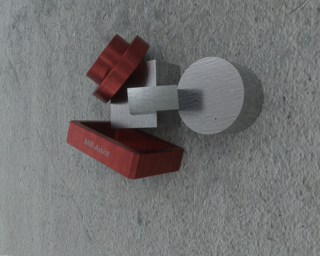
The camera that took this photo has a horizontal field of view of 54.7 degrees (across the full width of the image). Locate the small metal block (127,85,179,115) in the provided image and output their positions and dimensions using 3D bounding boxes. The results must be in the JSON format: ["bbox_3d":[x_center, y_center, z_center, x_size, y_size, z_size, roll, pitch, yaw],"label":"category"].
[{"bbox_3d":[-0.007,-0.029,0.337,0.050,0.050,0.025,-5,89,-2],"label":"small metal block"}]

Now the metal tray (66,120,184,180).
[{"bbox_3d":[-0.046,0.022,0.402,0.130,0.091,0.030,22,104,38],"label":"metal tray"}]

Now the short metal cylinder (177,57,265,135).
[{"bbox_3d":[0.065,-0.033,0.338,0.080,0.050,0.080,0,90,40],"label":"short metal cylinder"}]

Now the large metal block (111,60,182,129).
[{"bbox_3d":[-0.019,-0.040,0.407,0.080,0.050,0.080,-2,89,40],"label":"large metal block"}]

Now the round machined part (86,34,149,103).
[{"bbox_3d":[-0.060,-0.084,0.408,0.042,0.098,0.098,37,122,-15],"label":"round machined part"}]
